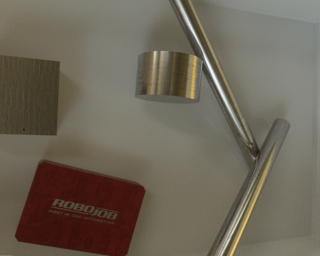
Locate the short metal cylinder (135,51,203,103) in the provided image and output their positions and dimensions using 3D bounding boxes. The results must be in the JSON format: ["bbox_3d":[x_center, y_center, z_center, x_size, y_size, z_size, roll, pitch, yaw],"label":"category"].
[{"bbox_3d":[0.011,-0.060,0.386,0.081,0.080,0.050,5,89,-20],"label":"short metal cylinder"}]

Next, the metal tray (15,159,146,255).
[{"bbox_3d":[-0.093,0.098,0.374,0.131,0.030,0.090,18,84,-20],"label":"metal tray"}]

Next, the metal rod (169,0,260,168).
[{"bbox_3d":[0.083,-0.053,0.417,0.025,0.025,0.299,-37,112,-16],"label":"metal rod"}]

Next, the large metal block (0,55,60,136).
[{"bbox_3d":[-0.155,-0.033,0.340,0.081,0.050,0.079,3,89,-20],"label":"large metal block"}]

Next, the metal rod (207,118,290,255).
[{"bbox_3d":[0.110,0.086,0.387,0.025,0.025,0.301,51,52,-13],"label":"metal rod"}]
